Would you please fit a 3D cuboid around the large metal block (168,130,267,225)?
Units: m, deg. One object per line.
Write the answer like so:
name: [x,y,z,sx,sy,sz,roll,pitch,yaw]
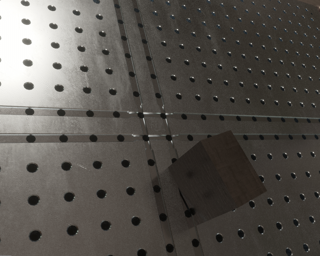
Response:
large metal block: [0.065,0.061,0.373,0.050,0.080,0.080,-16,70,-35]
